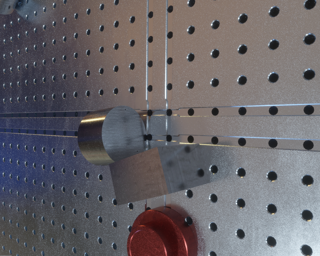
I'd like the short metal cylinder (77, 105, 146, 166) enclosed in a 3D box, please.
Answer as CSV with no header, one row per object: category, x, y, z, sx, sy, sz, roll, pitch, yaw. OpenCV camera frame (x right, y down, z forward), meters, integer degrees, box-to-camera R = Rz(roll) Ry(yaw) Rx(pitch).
short metal cylinder,-0.065,0.012,0.427,0.050,0.081,0.080,-7,86,40

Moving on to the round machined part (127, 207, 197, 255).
round machined part,-0.005,0.156,0.402,0.098,0.042,0.097,0,90,40

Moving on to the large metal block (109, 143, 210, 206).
large metal block,0.000,0.055,0.374,0.080,0.081,0.050,-22,76,38

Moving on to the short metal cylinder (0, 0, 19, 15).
short metal cylinder,-0.341,-0.289,0.655,0.050,0.081,0.080,-40,66,33
